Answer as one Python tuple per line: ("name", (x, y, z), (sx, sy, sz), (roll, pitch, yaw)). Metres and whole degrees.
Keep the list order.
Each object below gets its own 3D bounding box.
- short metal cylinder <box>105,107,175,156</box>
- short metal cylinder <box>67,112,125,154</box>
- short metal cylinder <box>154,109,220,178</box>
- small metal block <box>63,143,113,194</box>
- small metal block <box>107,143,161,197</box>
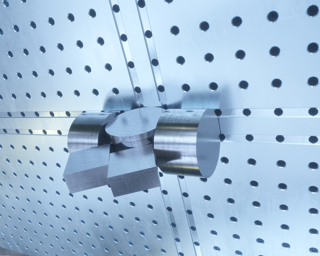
("short metal cylinder", (-0.024, 0.012, 0.396), (0.080, 0.080, 0.050), (1, 119, 27))
("short metal cylinder", (-0.080, 0.018, 0.428), (0.050, 0.080, 0.080), (1, 119, 28))
("short metal cylinder", (0.035, 0.017, 0.367), (0.050, 0.080, 0.080), (1, 119, 29))
("small metal block", (-0.080, 0.046, 0.360), (0.050, 0.050, 0.025), (-14, 115, -1))
("small metal block", (-0.028, 0.045, 0.338), (0.050, 0.050, 0.025), (-13, 115, 0))
